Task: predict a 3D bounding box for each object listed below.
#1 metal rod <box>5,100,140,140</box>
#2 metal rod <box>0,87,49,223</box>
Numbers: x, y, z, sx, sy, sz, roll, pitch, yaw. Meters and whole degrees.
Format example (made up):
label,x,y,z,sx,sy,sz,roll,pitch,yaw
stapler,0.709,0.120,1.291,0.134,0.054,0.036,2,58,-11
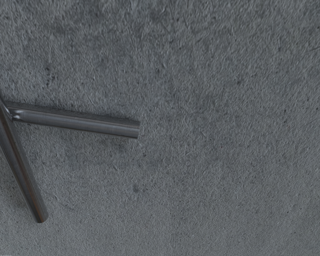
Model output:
label,x,y,z,sx,sy,sz,roll,pitch,yaw
metal rod,-0.176,-0.020,0.387,0.302,0.025,0.025,9,130,-8
metal rod,-0.194,0.052,0.426,0.025,0.025,0.298,3,137,-3
